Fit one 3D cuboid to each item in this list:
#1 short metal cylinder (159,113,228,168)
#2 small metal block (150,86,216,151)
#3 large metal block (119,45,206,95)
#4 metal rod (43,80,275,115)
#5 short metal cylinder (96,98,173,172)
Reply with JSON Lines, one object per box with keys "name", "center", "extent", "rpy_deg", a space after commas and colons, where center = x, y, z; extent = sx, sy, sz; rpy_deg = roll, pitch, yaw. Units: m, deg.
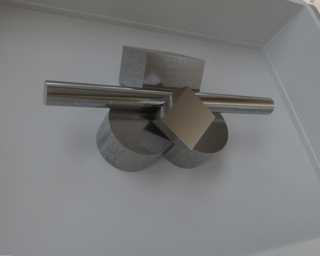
{"name": "short metal cylinder", "center": [0.042, 0.007, 0.408], "extent": [0.081, 0.050, 0.080], "rpy_deg": [14, 56, -21]}
{"name": "small metal block", "center": [0.027, -0.011, 0.348], "extent": [0.050, 0.025, 0.050], "rpy_deg": [45, 70, -21]}
{"name": "large metal block", "center": [0.000, -0.074, 0.408], "extent": [0.081, 0.050, 0.080], "rpy_deg": [1, 18, -28]}
{"name": "metal rod", "center": [0.021, -0.033, 0.373], "extent": [0.303, 0.025, 0.025], "rpy_deg": [1, 62, -28]}
{"name": "short metal cylinder", "center": [-0.030, 0.006, 0.370], "extent": [0.081, 0.050, 0.080], "rpy_deg": [14, 56, -21]}
